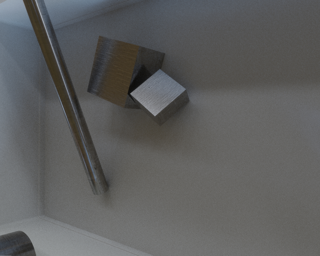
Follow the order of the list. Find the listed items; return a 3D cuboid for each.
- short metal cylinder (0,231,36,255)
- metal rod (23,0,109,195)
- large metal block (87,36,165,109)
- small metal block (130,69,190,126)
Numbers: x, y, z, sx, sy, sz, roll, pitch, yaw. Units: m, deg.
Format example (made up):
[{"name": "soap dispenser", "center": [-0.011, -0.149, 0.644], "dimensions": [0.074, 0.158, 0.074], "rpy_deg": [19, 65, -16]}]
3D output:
[{"name": "short metal cylinder", "center": [-0.204, 0.181, 0.402], "dimensions": [0.080, 0.050, 0.079], "rpy_deg": [0, 90, 39]}, {"name": "metal rod", "center": [-0.129, -0.040, 0.439], "dimensions": [0.025, 0.025, 0.298], "rpy_deg": [-1, 112, 40]}, {"name": "large metal block", "center": [-0.049, -0.076, 0.428], "dimensions": [0.080, 0.050, 0.079], "rpy_deg": [25, 105, 37]}, {"name": "small metal block", "center": [0.000, -0.039, 0.389], "dimensions": [0.050, 0.025, 0.050], "rpy_deg": [-41, 59, -9]}]
